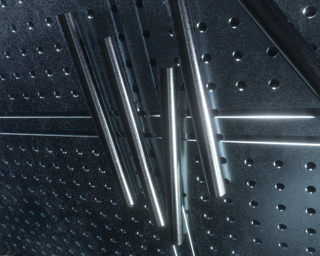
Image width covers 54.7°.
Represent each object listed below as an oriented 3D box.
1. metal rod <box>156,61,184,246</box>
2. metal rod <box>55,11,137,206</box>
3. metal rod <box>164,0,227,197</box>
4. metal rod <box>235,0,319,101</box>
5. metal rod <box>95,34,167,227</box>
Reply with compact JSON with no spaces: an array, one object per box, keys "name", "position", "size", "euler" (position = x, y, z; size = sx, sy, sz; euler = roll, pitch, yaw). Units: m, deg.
[{"name":"metal rod","position":[0.017,0.055,0.434],"size":[0.025,0.025,0.298],"euler":[10,123,22]},{"name":"metal rod","position":[-0.084,-0.011,0.446],"size":[0.025,0.025,0.298],"euler":[0,119,28]},{"name":"metal rod","position":[0.042,-0.045,0.360],"size":[0.025,0.025,0.298],"euler":[-1,118,28]},{"name":"metal rod","position":[0.129,-0.075,0.296],"size":[0.300,0.025,0.025],"euler":[48,129,-6]},{"name":"metal rod","position":[-0.033,0.020,0.439],"size":[0.025,0.025,0.298],"euler":[0,119,28]}]
